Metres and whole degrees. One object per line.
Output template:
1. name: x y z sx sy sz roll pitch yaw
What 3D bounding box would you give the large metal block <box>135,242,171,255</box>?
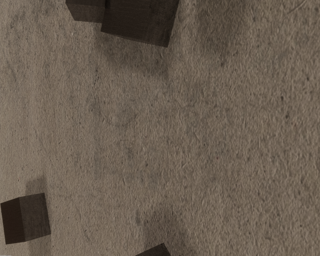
1. large metal block: -0.016 0.200 0.380 0.050 0.081 0.080 -47 62 29

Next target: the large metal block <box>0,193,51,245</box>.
1. large metal block: -0.261 0.176 0.600 0.080 0.050 0.080 -22 76 37

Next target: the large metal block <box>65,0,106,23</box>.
1. large metal block: -0.100 -0.203 0.442 0.080 0.050 0.079 -156 69 -82

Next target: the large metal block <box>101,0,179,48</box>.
1. large metal block: -0.026 -0.157 0.408 0.080 0.050 0.079 23 104 37
